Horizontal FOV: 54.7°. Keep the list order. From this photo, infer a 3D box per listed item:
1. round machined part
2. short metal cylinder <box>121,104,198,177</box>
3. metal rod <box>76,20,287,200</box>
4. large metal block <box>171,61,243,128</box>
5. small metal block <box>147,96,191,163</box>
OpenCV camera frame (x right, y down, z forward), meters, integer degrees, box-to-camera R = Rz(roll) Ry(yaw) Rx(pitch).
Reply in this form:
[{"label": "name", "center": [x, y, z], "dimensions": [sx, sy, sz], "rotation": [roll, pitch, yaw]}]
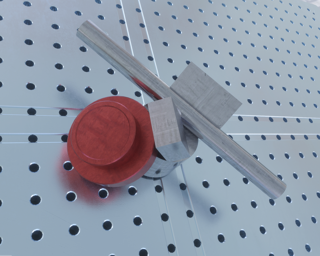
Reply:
[{"label": "round machined part", "center": [-0.053, 0.010, 0.325], "dimensions": [0.098, 0.042, 0.098], "rotation": [-4, 71, 11]}, {"label": "short metal cylinder", "center": [-0.001, 0.014, 0.378], "dimensions": [0.081, 0.050, 0.080], "rotation": [14, 56, -21]}, {"label": "metal rod", "center": [0.026, -0.021, 0.366], "dimensions": [0.300, 0.025, 0.025], "rotation": [40, 51, -1]}, {"label": "large metal block", "center": [0.055, -0.041, 0.415], "dimensions": [0.080, 0.050, 0.080], "rotation": [39, 8, -2]}, {"label": "small metal block", "center": [0.010, 0.003, 0.324], "dimensions": [0.025, 0.050, 0.050], "rotation": [-16, 64, 9]}]
